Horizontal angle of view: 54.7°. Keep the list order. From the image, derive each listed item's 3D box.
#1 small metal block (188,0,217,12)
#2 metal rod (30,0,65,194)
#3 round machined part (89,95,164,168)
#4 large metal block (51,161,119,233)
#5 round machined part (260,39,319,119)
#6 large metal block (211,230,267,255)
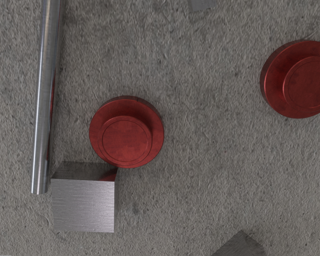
[{"bbox_3d":[0.042,-0.156,0.339,0.025,0.050,0.050,-12,110,4],"label":"small metal block"},{"bbox_3d":[-0.142,-0.050,0.389,0.025,0.025,0.298,11,110,-4],"label":"metal rod"},{"bbox_3d":[-0.043,0.010,0.404,0.099,0.042,0.097,0,110,0],"label":"round machined part"},{"bbox_3d":[-0.101,0.095,0.430,0.081,0.050,0.079,3,110,-2],"label":"large metal block"},{"bbox_3d":[0.178,-0.057,0.381,0.099,0.042,0.097,0,110,0],"label":"round machined part"},{"bbox_3d":[0.119,0.216,0.461,0.050,0.080,0.080,39,105,-13],"label":"large metal block"}]
